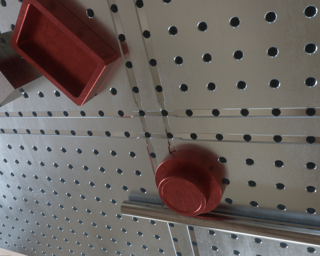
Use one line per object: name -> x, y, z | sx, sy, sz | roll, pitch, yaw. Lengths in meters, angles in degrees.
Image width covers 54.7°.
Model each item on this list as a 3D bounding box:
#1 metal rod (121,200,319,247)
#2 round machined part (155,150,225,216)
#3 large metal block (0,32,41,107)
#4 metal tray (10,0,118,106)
metal rod -> 0.074, 0.136, 0.455 | 0.301, 0.025, 0.025 | 1, 119, 27
round machined part -> 0.037, 0.083, 0.431 | 0.098, 0.042, 0.097 | 13, 124, 20
large metal block -> -0.244, -0.084, 0.469 | 0.080, 0.050, 0.080 | -27, 104, 37
metal tray -> -0.129, -0.103, 0.410 | 0.130, 0.030, 0.090 | 42, 129, -1
